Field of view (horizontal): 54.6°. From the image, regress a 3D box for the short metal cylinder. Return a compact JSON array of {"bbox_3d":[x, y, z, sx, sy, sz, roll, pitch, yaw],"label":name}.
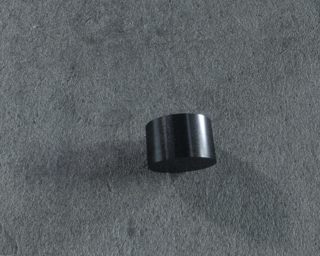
[{"bbox_3d":[0.024,0.021,0.372,0.080,0.080,0.050,-4,70,-1],"label":"short metal cylinder"}]
